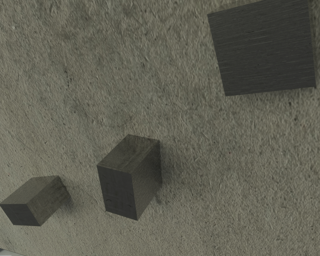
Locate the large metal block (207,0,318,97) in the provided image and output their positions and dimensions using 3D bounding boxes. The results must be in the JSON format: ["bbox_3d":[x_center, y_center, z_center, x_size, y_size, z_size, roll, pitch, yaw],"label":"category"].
[{"bbox_3d":[0.098,-0.080,0.289,0.080,0.050,0.080,-4,117,30],"label":"large metal block"}]

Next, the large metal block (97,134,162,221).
[{"bbox_3d":[-0.038,0.066,0.432,0.050,0.080,0.079,10,123,23],"label":"large metal block"}]

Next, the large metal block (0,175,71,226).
[{"bbox_3d":[-0.231,0.134,0.576,0.080,0.080,0.050,-9,114,32],"label":"large metal block"}]
